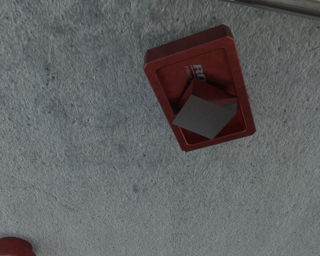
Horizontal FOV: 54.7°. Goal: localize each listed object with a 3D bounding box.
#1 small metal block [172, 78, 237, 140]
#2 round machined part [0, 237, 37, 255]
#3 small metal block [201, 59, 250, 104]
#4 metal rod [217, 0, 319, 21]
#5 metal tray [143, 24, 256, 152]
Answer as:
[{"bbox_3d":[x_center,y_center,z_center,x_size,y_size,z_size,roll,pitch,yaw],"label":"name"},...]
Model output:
[{"bbox_3d":[0.047,-0.019,0.333,0.050,0.025,0.050,21,139,-10],"label":"small metal block"},{"bbox_3d":[-0.290,0.249,0.604,0.099,0.042,0.097,-1,130,0],"label":"round machined part"},{"bbox_3d":[0.070,-0.047,0.368,0.050,0.025,0.050,-29,125,22],"label":"small metal block"},{"bbox_3d":[0.083,-0.131,0.296,0.302,0.025,0.025,8,130,-8],"label":"metal rod"},{"bbox_3d":[0.047,-0.036,0.341,0.090,0.030,0.130,-16,128,13],"label":"metal tray"}]
